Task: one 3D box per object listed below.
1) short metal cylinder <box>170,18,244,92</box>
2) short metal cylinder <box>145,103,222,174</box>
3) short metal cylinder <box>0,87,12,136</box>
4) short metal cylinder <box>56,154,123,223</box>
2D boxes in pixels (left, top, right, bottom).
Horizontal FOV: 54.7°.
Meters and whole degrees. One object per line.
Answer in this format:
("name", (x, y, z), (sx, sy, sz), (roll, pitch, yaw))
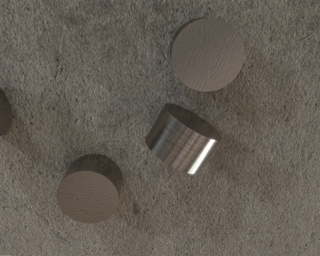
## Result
("short metal cylinder", (0.053, -0.088, 0.364), (0.081, 0.050, 0.079), (0, 110, 0))
("short metal cylinder", (0.029, 0.012, 0.385), (0.080, 0.080, 0.050), (28, 108, -10))
("short metal cylinder", (-0.226, -0.021, 0.371), (0.050, 0.080, 0.080), (-18, 109, 6))
("short metal cylinder", (-0.094, 0.082, 0.426), (0.081, 0.050, 0.079), (0, 110, 0))
